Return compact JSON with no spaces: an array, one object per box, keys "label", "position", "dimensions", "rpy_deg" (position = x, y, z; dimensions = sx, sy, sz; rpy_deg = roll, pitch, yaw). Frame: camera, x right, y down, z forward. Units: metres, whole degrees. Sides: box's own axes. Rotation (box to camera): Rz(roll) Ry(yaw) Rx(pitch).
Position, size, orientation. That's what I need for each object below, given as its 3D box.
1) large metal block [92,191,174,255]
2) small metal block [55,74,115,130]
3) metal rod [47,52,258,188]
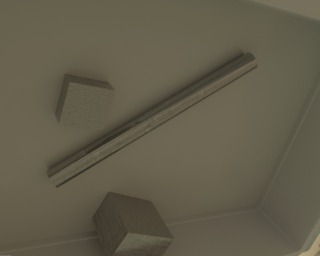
[{"label":"large metal block","position":[-0.040,0.143,0.441],"dimensions":[0.080,0.080,0.050],"rpy_deg":[23,106,-37]},{"label":"small metal block","position":[-0.084,-0.028,0.346],"dimensions":[0.050,0.025,0.050],"rpy_deg":[8,115,-32]},{"label":"metal rod","position":[-0.003,-0.015,0.399],"dimensions":[0.301,0.025,0.025],"rpy_deg":[-31,129,-9]}]
